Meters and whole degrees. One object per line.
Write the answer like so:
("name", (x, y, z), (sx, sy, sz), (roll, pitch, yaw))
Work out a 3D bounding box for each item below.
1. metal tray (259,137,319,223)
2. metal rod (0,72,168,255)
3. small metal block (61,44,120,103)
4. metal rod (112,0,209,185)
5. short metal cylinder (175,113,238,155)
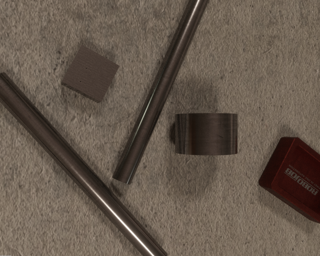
("metal tray", (0.230, 0.084, 0.493), (0.130, 0.030, 0.090), (34, 79, -17))
("metal rod", (-0.091, 0.060, 0.376), (0.025, 0.025, 0.300), (-42, 104, -15))
("small metal block", (-0.085, -0.065, 0.378), (0.050, 0.025, 0.050), (28, 81, -18))
("metal rod", (0.009, -0.069, 0.413), (0.025, 0.025, 0.299), (26, 81, -19))
("short metal cylinder", (0.060, 0.007, 0.403), (0.081, 0.080, 0.050), (0, 90, -20))
